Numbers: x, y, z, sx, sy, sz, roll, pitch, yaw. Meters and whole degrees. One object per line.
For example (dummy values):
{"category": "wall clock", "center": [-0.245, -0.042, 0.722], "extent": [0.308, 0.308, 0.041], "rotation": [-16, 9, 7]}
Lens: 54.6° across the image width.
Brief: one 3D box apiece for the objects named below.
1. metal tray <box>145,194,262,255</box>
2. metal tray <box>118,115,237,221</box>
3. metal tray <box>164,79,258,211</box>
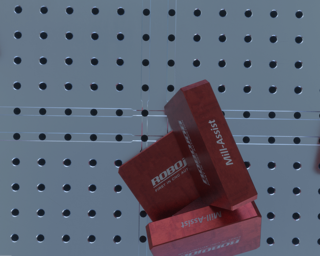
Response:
{"category": "metal tray", "center": [0.056, 0.135, 0.384], "extent": [0.131, 0.030, 0.090], "rotation": [-16, 135, 0]}
{"category": "metal tray", "center": [0.023, 0.053, 0.411], "extent": [0.130, 0.030, 0.090], "rotation": [-35, 90, 0]}
{"category": "metal tray", "center": [0.051, 0.021, 0.345], "extent": [0.030, 0.090, 0.130], "rotation": [-21, 86, -13]}
